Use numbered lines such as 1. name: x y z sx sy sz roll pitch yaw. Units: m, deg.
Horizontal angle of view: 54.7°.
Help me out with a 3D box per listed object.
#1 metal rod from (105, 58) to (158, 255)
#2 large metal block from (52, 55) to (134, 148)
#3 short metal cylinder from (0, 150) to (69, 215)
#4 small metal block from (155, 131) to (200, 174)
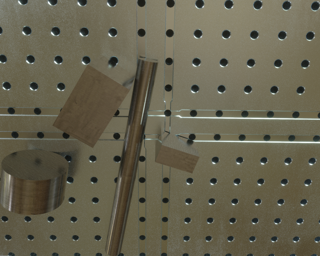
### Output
1. metal rod: -0.044 0.053 0.432 0.025 0.025 0.298 11 110 -4
2. large metal block: -0.075 -0.035 0.370 0.050 0.080 0.080 32 107 -11
3. short metal cylinder: -0.165 0.069 0.407 0.081 0.080 0.050 12 110 -5
4. small metal block: 0.022 0.031 0.412 0.050 0.050 0.025 18 109 -7
